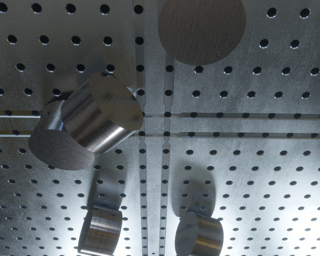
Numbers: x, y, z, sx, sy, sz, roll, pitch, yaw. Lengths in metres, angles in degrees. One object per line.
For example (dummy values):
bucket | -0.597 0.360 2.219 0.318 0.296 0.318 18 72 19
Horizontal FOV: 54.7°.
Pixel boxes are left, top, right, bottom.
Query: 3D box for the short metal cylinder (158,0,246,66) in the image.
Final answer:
short metal cylinder | 0.038 -0.109 0.303 0.081 0.050 0.079 0 130 0

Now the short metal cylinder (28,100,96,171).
short metal cylinder | -0.117 0.011 0.395 0.080 0.050 0.080 4 137 4

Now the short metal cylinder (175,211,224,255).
short metal cylinder | 0.067 0.192 0.540 0.050 0.080 0.079 21 127 -17

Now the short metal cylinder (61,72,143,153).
short metal cylinder | -0.066 -0.017 0.360 0.050 0.080 0.080 -36 122 26

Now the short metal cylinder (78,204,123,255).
short metal cylinder | -0.101 0.174 0.523 0.050 0.080 0.079 19 127 -16
